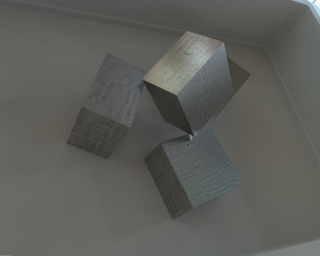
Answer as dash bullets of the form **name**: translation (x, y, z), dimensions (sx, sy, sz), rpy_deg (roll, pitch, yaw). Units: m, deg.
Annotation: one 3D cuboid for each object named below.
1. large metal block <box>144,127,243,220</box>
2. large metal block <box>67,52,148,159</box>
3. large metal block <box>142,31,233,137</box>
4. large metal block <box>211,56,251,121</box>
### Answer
- **large metal block**: translation (0.040, 0.053, 0.378), dimensions (0.081, 0.050, 0.080), rpy_deg (-15, 70, -34)
- **large metal block**: translation (-0.060, -0.023, 0.352), dimensions (0.050, 0.080, 0.080), rpy_deg (24, 53, -13)
- **large metal block**: translation (0.036, -0.050, 0.360), dimensions (0.050, 0.080, 0.080), rpy_deg (30, 71, 34)
- **large metal block**: translation (0.068, -0.071, 0.440), dimensions (0.080, 0.080, 0.050), rpy_deg (35, 17, -5)
